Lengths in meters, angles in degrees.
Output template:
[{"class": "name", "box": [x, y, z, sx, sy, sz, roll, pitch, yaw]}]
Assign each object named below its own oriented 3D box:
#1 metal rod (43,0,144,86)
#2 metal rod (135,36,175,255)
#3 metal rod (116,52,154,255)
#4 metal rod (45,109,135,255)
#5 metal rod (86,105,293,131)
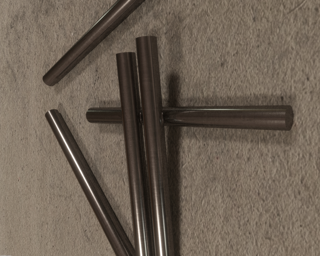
[{"class": "metal rod", "box": [-0.098, -0.148, 0.483, 0.299, 0.025, 0.025, -30, 72, 35]}, {"class": "metal rod", "box": [-0.004, 0.041, 0.381, 0.025, 0.025, 0.298, 0, 98, 39]}, {"class": "metal rod", "box": [-0.030, 0.054, 0.404, 0.025, 0.025, 0.298, -1, 96, 39]}, {"class": "metal rod", "box": [-0.118, 0.084, 0.499, 0.025, 0.025, 0.300, -50, 61, 28]}, {"class": "metal rod", "box": [0.009, -0.015, 0.395, 0.300, 0.025, 0.025, 3, 92, 39]}]
